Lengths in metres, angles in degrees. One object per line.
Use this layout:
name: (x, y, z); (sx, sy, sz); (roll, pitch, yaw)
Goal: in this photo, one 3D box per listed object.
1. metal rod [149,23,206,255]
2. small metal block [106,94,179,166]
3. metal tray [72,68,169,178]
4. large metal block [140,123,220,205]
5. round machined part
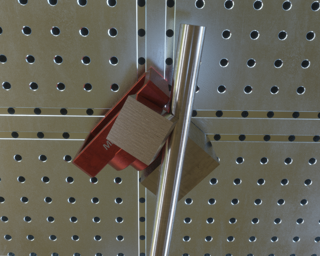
metal rod: (0.013, 0.041, 0.343); (0.025, 0.025, 0.298); (6, 110, -3)
small metal block: (-0.017, 0.001, 0.309); (0.050, 0.025, 0.050); (32, 106, 8)
metal tray: (-0.045, -0.010, 0.374); (0.030, 0.090, 0.130); (42, 105, -14)
large metal block: (0.023, 0.039, 0.396); (0.050, 0.080, 0.080); (41, 105, -14)
round machined part: (-0.022, 0.014, 0.384); (0.042, 0.098, 0.098); (41, 105, -14)
